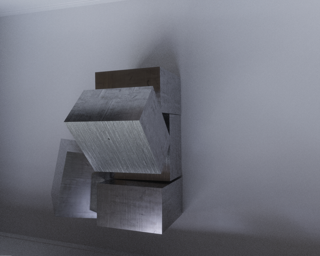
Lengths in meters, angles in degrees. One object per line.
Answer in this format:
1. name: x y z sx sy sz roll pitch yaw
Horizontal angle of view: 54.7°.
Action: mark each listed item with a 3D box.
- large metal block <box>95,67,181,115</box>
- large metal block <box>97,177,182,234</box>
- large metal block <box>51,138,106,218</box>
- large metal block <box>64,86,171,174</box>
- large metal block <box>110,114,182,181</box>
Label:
1. large metal block: -0.024 -0.041 0.386 0.080 0.080 0.050 -1 90 19
2. large metal block: -0.022 0.090 0.386 0.080 0.080 0.050 1 90 19
3. large metal block: -0.108 0.063 0.408 0.050 0.080 0.079 10 95 -24
4. large metal block: -0.041 0.004 0.333 0.080 0.080 0.050 -1 45 19
5. large metal block: -0.018 0.023 0.403 0.080 0.050 0.079 -1 90 19
